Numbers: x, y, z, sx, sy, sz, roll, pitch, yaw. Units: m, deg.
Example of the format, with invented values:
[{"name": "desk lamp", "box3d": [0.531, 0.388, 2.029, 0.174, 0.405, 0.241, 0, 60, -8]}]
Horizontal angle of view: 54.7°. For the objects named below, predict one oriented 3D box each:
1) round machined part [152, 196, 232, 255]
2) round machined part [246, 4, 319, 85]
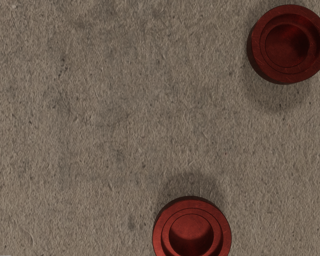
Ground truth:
[{"name": "round machined part", "box3d": [0.039, 0.136, 0.402, 0.099, 0.042, 0.097, 0, 90, -1]}, {"name": "round machined part", "box3d": [0.162, -0.105, 0.404, 0.099, 0.042, 0.097, 0, 90, -1]}]
